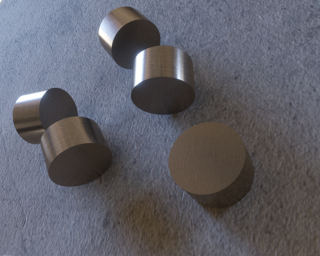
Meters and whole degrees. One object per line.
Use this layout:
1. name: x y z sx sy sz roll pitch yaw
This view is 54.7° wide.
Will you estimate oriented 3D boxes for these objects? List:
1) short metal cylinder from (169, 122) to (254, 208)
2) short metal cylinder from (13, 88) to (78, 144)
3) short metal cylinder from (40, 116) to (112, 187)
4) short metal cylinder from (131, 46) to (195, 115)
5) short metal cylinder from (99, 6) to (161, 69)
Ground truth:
1. short metal cylinder: 0.056 0.040 0.333 0.080 0.050 0.080 -13 56 20
2. short metal cylinder: -0.170 -0.017 0.466 0.050 0.080 0.080 -7 59 24
3. short metal cylinder: -0.109 0.031 0.405 0.080 0.080 0.050 -36 52 4
4. short metal cylinder: 0.004 -0.060 0.402 0.080 0.080 0.050 -13 57 21
5. short metal cylinder: -0.047 -0.138 0.476 0.080 0.080 0.050 -40 51 1
